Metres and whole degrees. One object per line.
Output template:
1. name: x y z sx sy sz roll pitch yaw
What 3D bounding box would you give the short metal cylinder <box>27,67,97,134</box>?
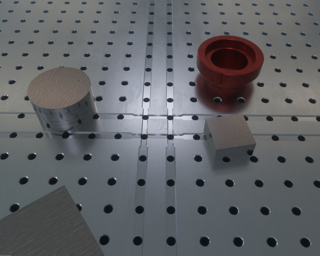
1. short metal cylinder: -0.131 -0.038 0.422 0.080 0.050 0.080 0 50 0

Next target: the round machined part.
1. round machined part: 0.106 -0.098 0.479 0.099 0.042 0.098 0 50 0

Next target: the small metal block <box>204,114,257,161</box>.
1. small metal block: 0.088 0.011 0.398 0.050 0.025 0.050 -7 50 -6

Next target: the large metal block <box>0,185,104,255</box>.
1. large metal block: -0.106 0.116 0.293 0.081 0.050 0.080 -28 56 -22
